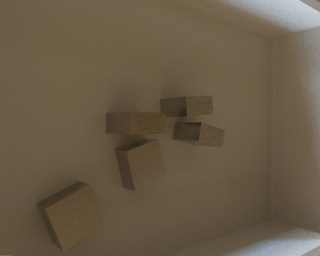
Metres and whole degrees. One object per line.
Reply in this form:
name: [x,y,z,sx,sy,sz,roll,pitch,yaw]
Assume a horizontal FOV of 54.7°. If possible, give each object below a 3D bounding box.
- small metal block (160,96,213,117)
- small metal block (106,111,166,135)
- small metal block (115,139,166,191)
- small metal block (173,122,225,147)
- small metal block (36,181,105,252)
small metal block: [0.036,-0.029,0.423,0.050,0.050,0.025,-6,95,-40]
small metal block: [-0.029,-0.006,0.368,0.050,0.050,0.025,0,90,-40]
small metal block: [-0.024,0.045,0.389,0.050,0.025,0.050,-19,102,-39]
small metal block: [0.055,0.010,0.439,0.050,0.050,0.025,16,80,-39]
small metal block: [-0.094,0.092,0.329,0.050,0.025,0.050,-27,107,-37]
